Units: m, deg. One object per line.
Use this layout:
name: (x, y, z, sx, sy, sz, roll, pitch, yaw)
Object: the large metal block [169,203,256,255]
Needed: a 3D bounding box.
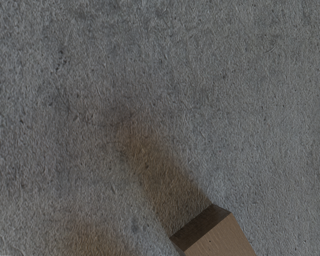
large metal block: (0.073, 0.165, 0.423, 0.080, 0.050, 0.080, -34, 101, -17)
